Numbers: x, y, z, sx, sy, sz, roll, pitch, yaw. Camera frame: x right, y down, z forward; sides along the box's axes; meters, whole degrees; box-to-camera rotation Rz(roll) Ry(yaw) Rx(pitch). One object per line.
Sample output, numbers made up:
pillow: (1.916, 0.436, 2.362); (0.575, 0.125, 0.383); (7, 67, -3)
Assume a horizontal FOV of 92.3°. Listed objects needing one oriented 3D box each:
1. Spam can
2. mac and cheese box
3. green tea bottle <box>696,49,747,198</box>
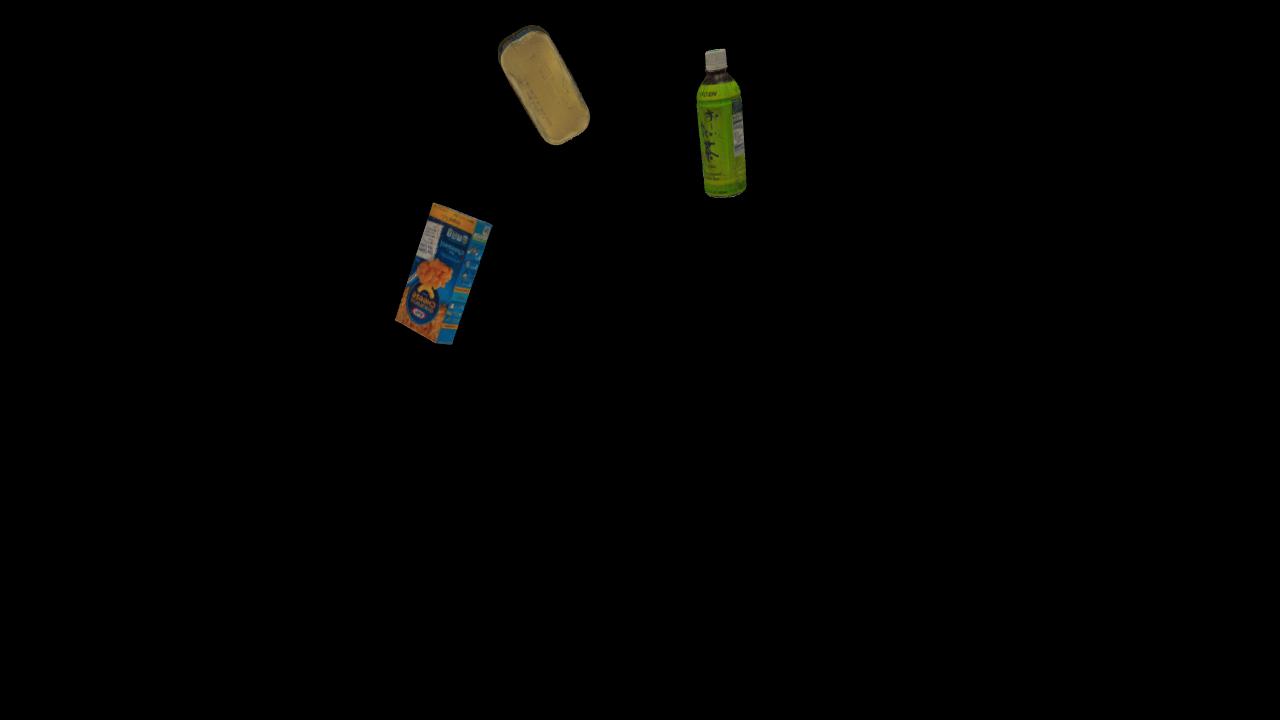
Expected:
Spam can: (-0.093, -0.267, 0.599); (0.058, 0.101, 0.085); (-30, 32, 4)
mac and cheese box: (-0.284, -0.124, 0.886); (0.093, 0.184, 0.041); (25, 9, 24)
green tea bottle: (0.126, -0.363, 0.952); (0.073, 0.212, 0.073); (-6, 32, 4)
